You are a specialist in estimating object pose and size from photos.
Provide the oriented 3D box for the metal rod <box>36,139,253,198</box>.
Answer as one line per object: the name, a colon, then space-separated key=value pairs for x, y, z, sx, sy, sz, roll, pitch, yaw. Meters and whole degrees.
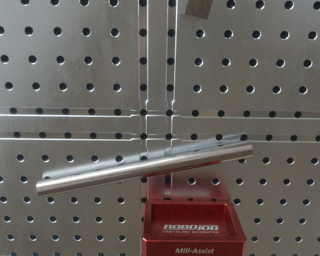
metal rod: x=-0.023 y=0.057 z=0.434 sx=0.302 sy=0.025 sz=0.025 roll=-11 pitch=110 yaw=4

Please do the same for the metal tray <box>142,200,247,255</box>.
metal tray: x=0.043 y=0.138 z=0.429 sx=0.131 sy=0.090 sz=0.030 roll=1 pitch=110 yaw=-1

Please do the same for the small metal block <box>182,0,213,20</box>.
small metal block: x=0.045 y=-0.150 z=0.345 sx=0.025 sy=0.050 sz=0.050 roll=13 pitch=110 yaw=-5

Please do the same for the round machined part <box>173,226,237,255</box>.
round machined part: x=0.070 y=0.205 z=0.480 sx=0.099 sy=0.042 sz=0.097 roll=0 pitch=110 yaw=0
